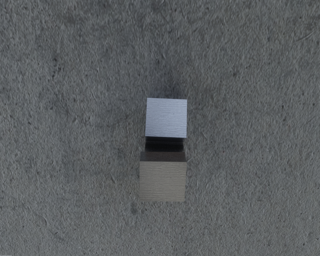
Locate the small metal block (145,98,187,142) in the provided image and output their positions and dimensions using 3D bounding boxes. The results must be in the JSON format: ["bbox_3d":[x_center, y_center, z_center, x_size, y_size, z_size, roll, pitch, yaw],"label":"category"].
[{"bbox_3d":[0.008,-0.010,0.395,0.050,0.025,0.050,3,74,-1],"label":"small metal block"}]

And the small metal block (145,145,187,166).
[{"bbox_3d":[0.005,0.043,0.386,0.050,0.050,0.025,2,110,-1],"label":"small metal block"}]

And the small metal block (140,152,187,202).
[{"bbox_3d":[0.003,0.055,0.351,0.050,0.025,0.050,1,110,-1],"label":"small metal block"}]

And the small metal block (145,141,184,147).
[{"bbox_3d":[0.005,0.029,0.423,0.050,0.025,0.050,2,110,-2],"label":"small metal block"}]

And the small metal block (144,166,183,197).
[{"bbox_3d":[0.004,0.074,0.425,0.050,0.025,0.050,2,151,-1],"label":"small metal block"}]
